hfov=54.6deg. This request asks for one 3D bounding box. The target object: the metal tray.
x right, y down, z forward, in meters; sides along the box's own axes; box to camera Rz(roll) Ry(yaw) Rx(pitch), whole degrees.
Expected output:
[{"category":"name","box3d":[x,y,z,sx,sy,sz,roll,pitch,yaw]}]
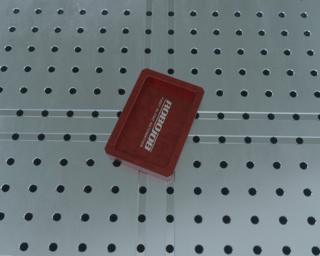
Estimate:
[{"category":"metal tray","box3d":[-0.005,-0.007,0.411,0.090,0.030,0.130,21,71,7]}]
